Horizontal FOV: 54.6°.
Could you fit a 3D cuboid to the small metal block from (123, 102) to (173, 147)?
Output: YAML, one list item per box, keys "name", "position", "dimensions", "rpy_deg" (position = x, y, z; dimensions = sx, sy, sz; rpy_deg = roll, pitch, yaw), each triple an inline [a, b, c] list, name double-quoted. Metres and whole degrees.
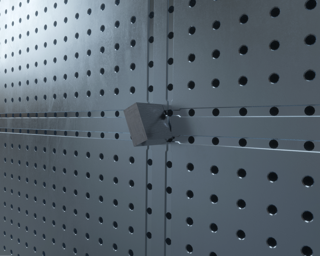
- name: "small metal block"
  position: [-0.015, -0.004, 0.406]
  dimensions: [0.025, 0.050, 0.050]
  rpy_deg: [-28, 73, 36]
